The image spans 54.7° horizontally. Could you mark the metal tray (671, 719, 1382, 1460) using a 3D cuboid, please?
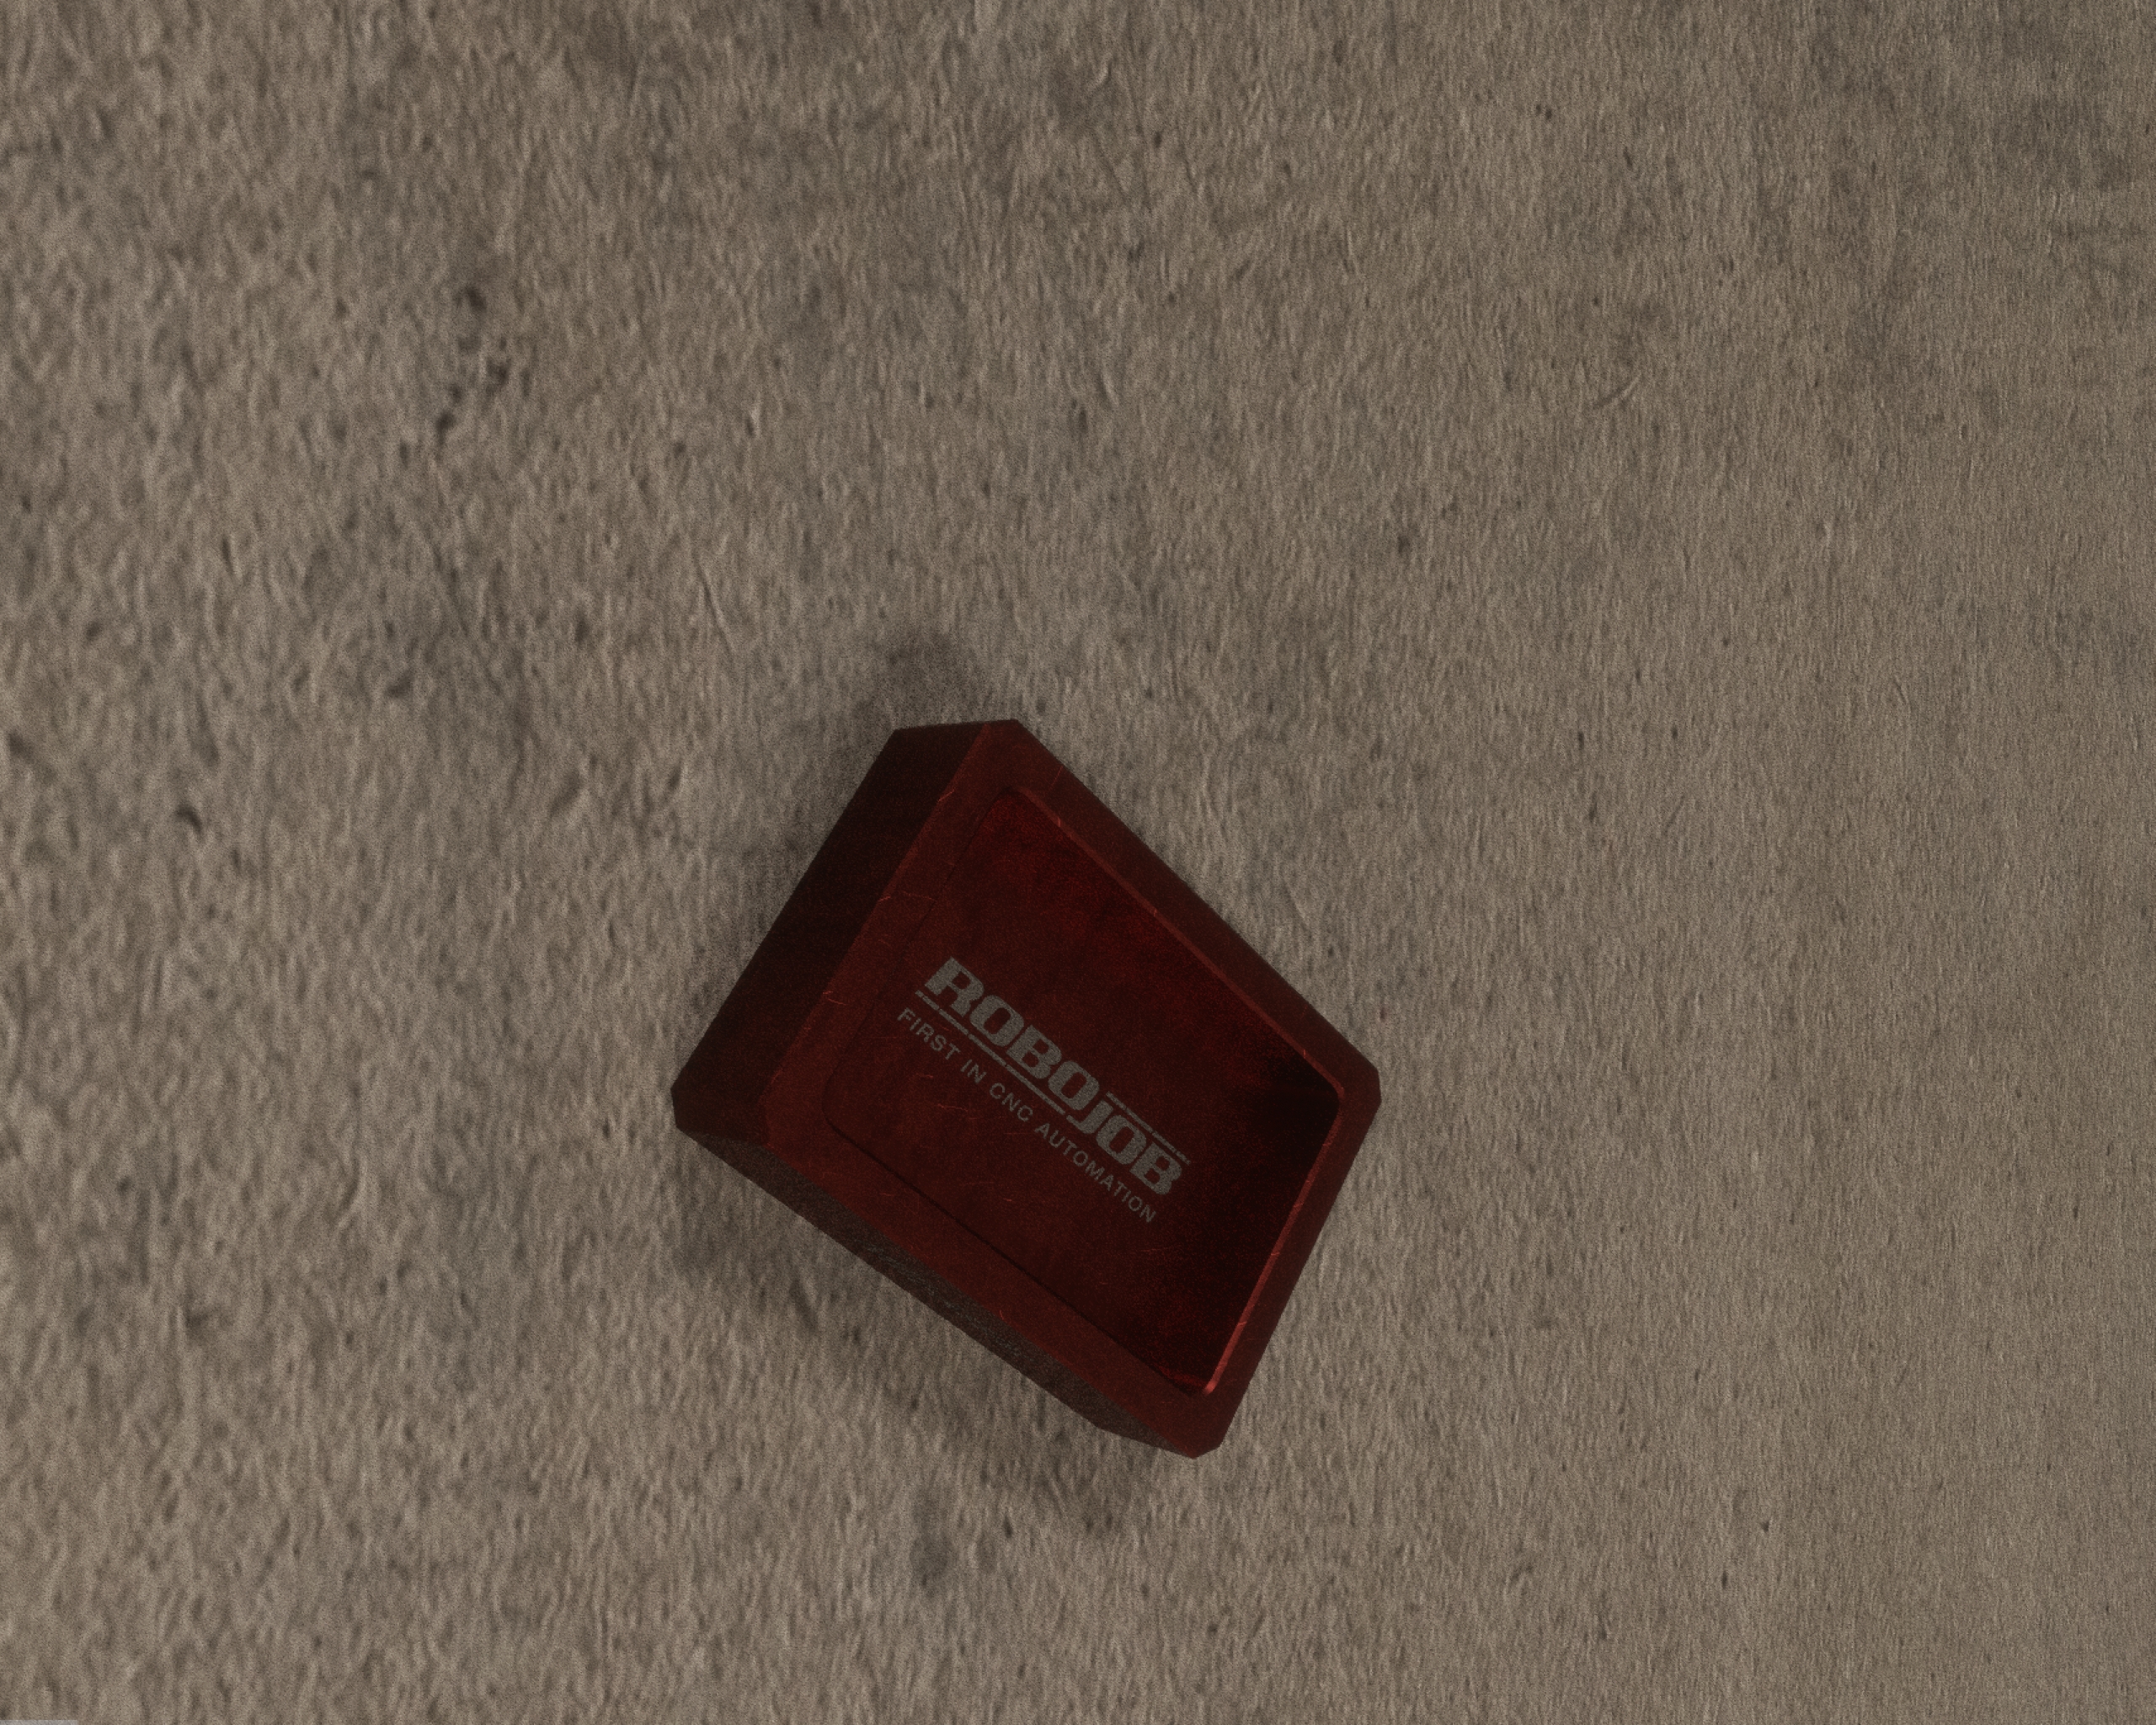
[{"bbox_3d":[-0.003,0.045,0.402,0.130,0.030,0.090,43,64,-32],"label":"metal tray"}]
